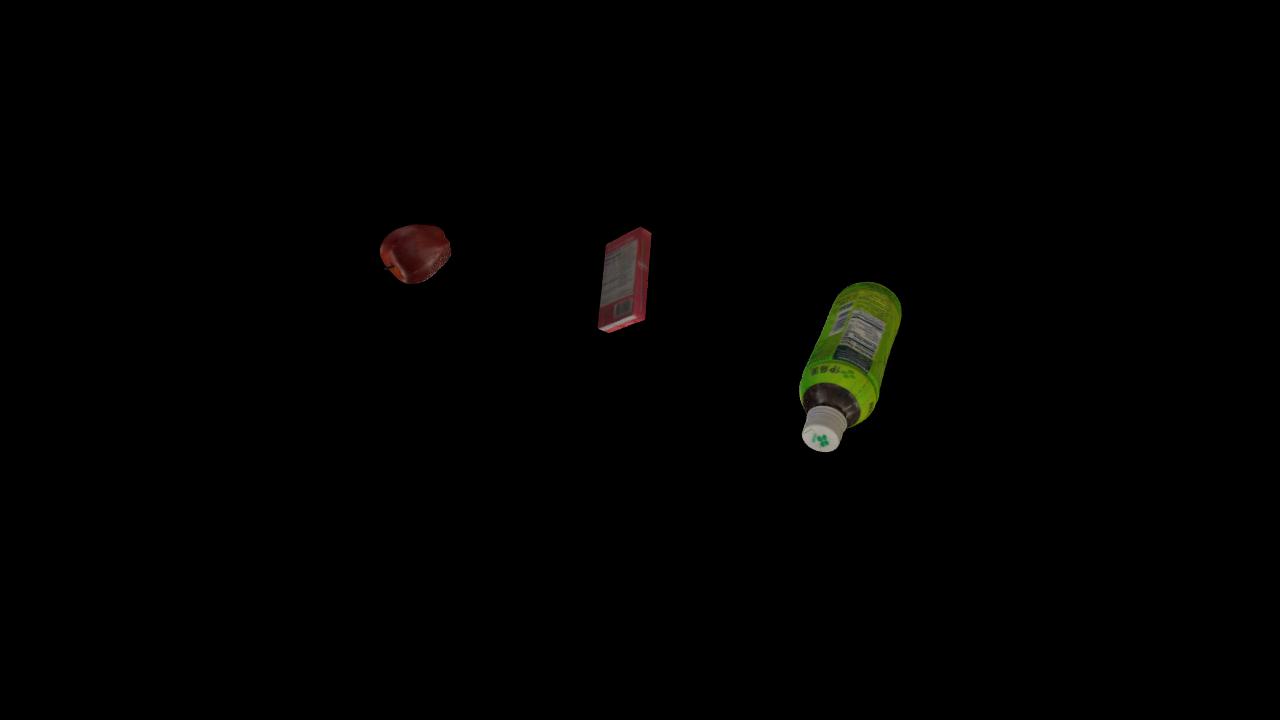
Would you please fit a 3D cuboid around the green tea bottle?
[{"bbox_3d":[0.192,0.004,0.571,0.073,0.073,0.212,0,33,34],"label":"green tea bottle"}]

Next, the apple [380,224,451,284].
[{"bbox_3d":[-0.309,-0.148,0.846,0.093,0.079,0.079,-39,20,-27],"label":"apple"}]

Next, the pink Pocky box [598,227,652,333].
[{"bbox_3d":[-0.024,-0.125,0.963,0.029,0.155,0.084,22,-28,-39],"label":"pink Pocky box"}]
